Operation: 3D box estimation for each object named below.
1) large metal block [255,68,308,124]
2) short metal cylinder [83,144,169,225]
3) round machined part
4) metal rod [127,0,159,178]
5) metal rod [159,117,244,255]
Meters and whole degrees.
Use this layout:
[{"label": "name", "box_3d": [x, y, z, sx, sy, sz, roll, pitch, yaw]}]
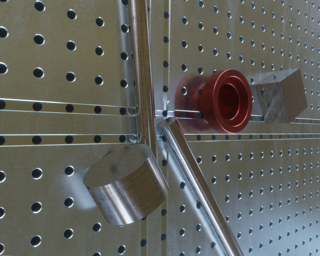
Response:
[{"label": "large metal block", "box_3d": [0.234, -0.061, 0.593, 0.081, 0.050, 0.080, -31, 110, -36]}, {"label": "short metal cylinder", "box_3d": [-0.037, 0.060, 0.344, 0.080, 0.080, 0.050, -38, 114, -34]}, {"label": "round machined part", "box_3d": [0.099, -0.040, 0.483, 0.099, 0.042, 0.097, 0, 90, -40]}, {"label": "metal rod", "box_3d": [-0.021, -0.050, 0.393, 0.025, 0.025, 0.298, -7, 95, -40]}, {"label": "metal rod", "box_3d": [0.075, 0.115, 0.474, 0.025, 0.025, 0.299, -42, 116, -32]}]
